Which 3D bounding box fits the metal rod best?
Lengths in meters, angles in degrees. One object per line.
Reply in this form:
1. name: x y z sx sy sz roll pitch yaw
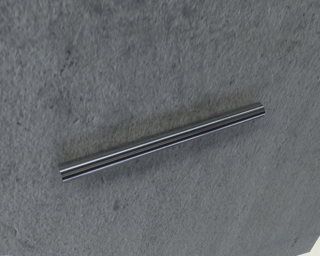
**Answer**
1. metal rod: 0.016 0.014 0.425 0.302 0.025 0.025 -17 126 -19
